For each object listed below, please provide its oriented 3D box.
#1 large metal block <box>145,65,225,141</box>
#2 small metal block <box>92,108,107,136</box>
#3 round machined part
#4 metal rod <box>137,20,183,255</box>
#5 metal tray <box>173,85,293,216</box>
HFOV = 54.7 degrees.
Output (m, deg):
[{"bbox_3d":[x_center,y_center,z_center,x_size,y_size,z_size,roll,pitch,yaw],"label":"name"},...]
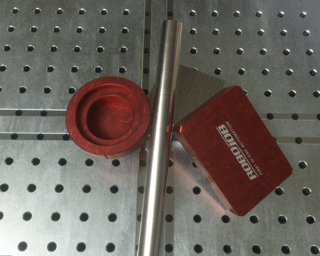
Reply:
[{"bbox_3d":[0.030,-0.031,0.407,0.080,0.050,0.080,22,71,7],"label":"large metal block"},{"bbox_3d":[-0.073,-0.011,0.412,0.050,0.025,0.050,-21,72,-8],"label":"small metal block"},{"bbox_3d":[-0.058,-0.009,0.373,0.099,0.042,0.098,-1,71,3],"label":"round machined part"},{"bbox_3d":[-0.001,0.025,0.356,0.025,0.025,0.298,6,86,2],"label":"metal rod"},{"bbox_3d":[0.088,0.027,0.369,0.090,0.030,0.130,-37,99,-12],"label":"metal tray"}]
